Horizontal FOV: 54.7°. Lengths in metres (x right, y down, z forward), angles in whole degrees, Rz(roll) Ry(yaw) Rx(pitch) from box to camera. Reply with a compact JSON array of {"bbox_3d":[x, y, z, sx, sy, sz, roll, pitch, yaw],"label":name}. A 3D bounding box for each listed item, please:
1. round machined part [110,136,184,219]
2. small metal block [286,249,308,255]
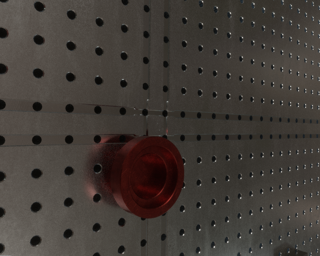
[{"bbox_3d":[-0.019,0.058,0.384,0.099,0.042,0.097,0,90,-40],"label":"round machined part"},{"bbox_3d":[0.290,0.294,0.658,0.050,0.025,0.050,-3,92,-40],"label":"small metal block"}]
